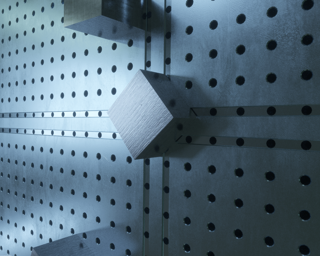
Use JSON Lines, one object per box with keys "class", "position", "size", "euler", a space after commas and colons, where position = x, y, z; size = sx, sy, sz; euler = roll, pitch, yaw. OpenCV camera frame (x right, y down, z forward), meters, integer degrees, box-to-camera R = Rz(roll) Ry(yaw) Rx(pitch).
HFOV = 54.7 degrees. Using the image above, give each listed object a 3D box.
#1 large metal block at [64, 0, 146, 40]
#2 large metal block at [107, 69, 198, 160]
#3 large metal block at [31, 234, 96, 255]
{"class": "large metal block", "position": [-0.076, -0.164, 0.434], "size": [0.080, 0.081, 0.050], "euler": [2, 91, 39]}
{"class": "large metal block", "position": [-0.012, -0.016, 0.401], "size": [0.080, 0.050, 0.080], "euler": [-48, 62, 29]}
{"class": "large metal block", "position": [-0.152, 0.225, 0.496], "size": [0.080, 0.081, 0.050], "euler": [31, 109, 35]}
